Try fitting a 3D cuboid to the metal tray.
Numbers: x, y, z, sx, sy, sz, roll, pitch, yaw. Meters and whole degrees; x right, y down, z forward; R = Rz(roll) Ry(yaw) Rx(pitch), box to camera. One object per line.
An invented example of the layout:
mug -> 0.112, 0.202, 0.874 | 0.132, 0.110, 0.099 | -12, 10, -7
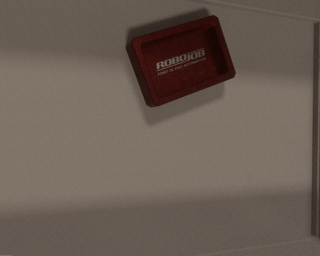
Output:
metal tray -> 0.031, -0.091, 0.420 | 0.131, 0.030, 0.090 | -22, 98, -19
